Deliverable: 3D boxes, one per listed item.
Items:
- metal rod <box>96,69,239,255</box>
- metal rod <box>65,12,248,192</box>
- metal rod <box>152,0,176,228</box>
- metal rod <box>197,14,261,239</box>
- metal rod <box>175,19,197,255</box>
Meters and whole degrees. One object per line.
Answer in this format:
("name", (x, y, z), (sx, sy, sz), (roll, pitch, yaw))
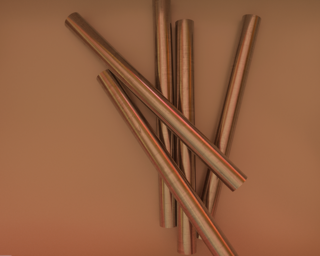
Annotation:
("metal rod", (0.010, 0.051, 0.381), (0.025, 0.025, 0.299), (-34, 78, 0))
("metal rod", (-0.011, -0.038, 0.387), (0.025, 0.025, 0.300), (-45, 81, 0))
("metal rod", (0.007, -0.020, 0.411), (0.025, 0.025, 0.298), (-2, 90, -1))
("metal rod", (0.088, -0.001, 0.412), (0.025, 0.025, 0.298), (13, 90, -1))
("metal rod", (0.034, 0.009, 0.404), (0.025, 0.025, 0.298), (0, 87, -1))
